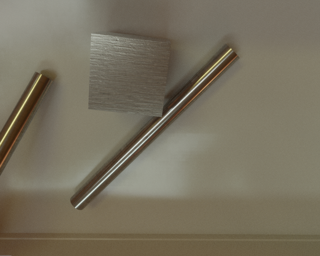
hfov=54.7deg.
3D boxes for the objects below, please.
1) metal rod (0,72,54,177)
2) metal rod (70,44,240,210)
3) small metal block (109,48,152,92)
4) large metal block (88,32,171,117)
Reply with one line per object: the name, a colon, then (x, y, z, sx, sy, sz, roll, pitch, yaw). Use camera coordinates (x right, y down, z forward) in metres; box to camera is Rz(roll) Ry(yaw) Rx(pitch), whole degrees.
metal rod: (-0.214, 0.068, 0.375, 0.025, 0.025, 0.299, 29, 85, -10)
metal rod: (-0.016, 0.007, 0.413, 0.025, 0.025, 0.299, 42, 104, -14)
small metal block: (-0.035, -0.072, 0.384, 0.050, 0.025, 0.050, -2, 110, 0)
large metal block: (-0.033, -0.062, 0.348, 0.081, 0.050, 0.079, 6, 110, -3)
